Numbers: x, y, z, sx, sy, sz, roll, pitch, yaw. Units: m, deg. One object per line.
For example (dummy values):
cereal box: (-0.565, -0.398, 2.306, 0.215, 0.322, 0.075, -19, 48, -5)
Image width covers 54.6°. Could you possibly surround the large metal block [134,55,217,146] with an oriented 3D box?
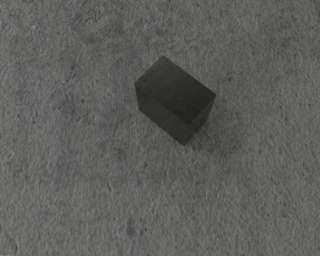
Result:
large metal block: (0.018, -0.031, 0.391, 0.080, 0.080, 0.050, 39, 75, 13)
